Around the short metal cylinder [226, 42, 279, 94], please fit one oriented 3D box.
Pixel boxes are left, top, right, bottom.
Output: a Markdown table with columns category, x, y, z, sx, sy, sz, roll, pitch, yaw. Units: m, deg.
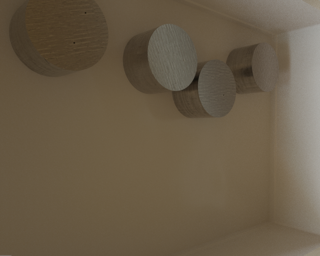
| category | x | y | z | sx | sy | sz | roll | pitch | yaw |
| --- | --- | --- | --- | --- | --- | --- | --- | --- | --- |
| short metal cylinder | 0.156 | -0.099 | 0.520 | 0.081 | 0.050 | 0.080 | 0 | 90 | -40 |

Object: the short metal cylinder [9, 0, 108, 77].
| category | x | y | z | sx | sy | sz | roll | pitch | yaw |
| --- | --- | --- | --- | --- | --- | --- | --- | --- | --- |
| short metal cylinder | -0.099 | -0.094 | 0.307 | 0.081 | 0.050 | 0.080 | 0 | 90 | -40 |

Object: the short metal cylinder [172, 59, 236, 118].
| category | x | y | z | sx | sy | sz | roll | pitch | yaw |
| --- | --- | --- | --- | --- | --- | --- | --- | --- | --- |
| short metal cylinder | 0.064 | -0.054 | 0.443 | 0.081 | 0.050 | 0.080 | 0 | 90 | -40 |

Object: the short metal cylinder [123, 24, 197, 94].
| category | x | y | z | sx | sy | sz | roll | pitch | yaw |
| --- | --- | --- | --- | --- | --- | --- | --- | --- | --- |
| short metal cylinder | 0.001 | -0.085 | 0.391 | 0.081 | 0.050 | 0.080 | 0 | 90 | -40 |
